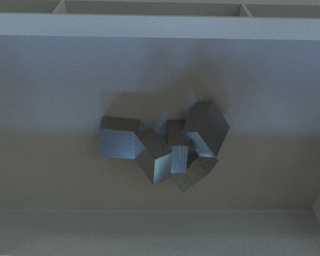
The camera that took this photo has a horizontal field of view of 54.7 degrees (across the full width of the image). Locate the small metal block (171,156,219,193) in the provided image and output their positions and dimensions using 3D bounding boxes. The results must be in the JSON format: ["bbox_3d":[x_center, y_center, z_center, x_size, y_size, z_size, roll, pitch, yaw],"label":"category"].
[{"bbox_3d":[0.050,0.059,0.439,0.025,0.050,0.050,50,120,6],"label":"small metal block"}]

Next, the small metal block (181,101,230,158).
[{"bbox_3d":[0.058,0.002,0.389,0.025,0.050,0.050,0,140,44],"label":"small metal block"}]

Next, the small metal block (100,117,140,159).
[{"bbox_3d":[-0.054,0.014,0.417,0.050,0.025,0.050,5,130,-5],"label":"small metal block"}]

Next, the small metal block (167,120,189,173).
[{"bbox_3d":[0.022,0.024,0.412,0.025,0.050,0.050,1,130,-1],"label":"small metal block"}]

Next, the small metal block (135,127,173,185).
[{"bbox_3d":[-0.009,0.036,0.397,0.025,0.050,0.050,-21,138,-24],"label":"small metal block"}]
